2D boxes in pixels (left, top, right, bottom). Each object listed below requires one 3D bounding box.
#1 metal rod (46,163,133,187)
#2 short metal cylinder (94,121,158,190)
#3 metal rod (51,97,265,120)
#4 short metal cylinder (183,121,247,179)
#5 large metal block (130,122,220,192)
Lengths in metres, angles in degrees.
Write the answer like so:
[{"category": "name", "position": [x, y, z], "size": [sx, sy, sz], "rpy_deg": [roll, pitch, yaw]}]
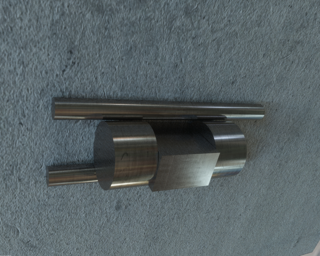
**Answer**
[{"category": "metal rod", "position": [-0.002, 0.056, 0.442], "size": [0.303, 0.025, 0.025], "rpy_deg": [-1, 119, -28]}, {"category": "short metal cylinder", "position": [-0.043, 0.031, 0.368], "size": [0.050, 0.080, 0.079], "rpy_deg": [-1, 119, -28]}, {"category": "metal rod", "position": [0.018, -0.023, 0.404], "size": [0.303, 0.025, 0.025], "rpy_deg": [-1, 119, -28]}, {"category": "short metal cylinder", "position": [0.073, 0.030, 0.430], "size": [0.050, 0.080, 0.079], "rpy_deg": [-1, 119, -28]}, {"category": "large metal block", "position": [0.015, 0.033, 0.398], "size": [0.081, 0.080, 0.050], "rpy_deg": [0, 119, -29]}]
